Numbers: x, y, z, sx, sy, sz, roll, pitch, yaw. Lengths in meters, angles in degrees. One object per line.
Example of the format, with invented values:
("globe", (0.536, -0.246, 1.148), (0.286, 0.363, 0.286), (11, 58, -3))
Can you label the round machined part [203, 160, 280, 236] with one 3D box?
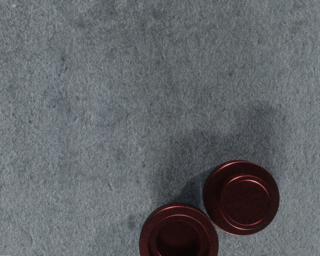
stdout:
("round machined part", (0.108, 0.092, 0.403), (0.099, 0.042, 0.097), (0, 90, -1))

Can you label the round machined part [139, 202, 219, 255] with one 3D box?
("round machined part", (0.023, 0.145, 0.402), (0.099, 0.042, 0.097), (0, 90, -1))
